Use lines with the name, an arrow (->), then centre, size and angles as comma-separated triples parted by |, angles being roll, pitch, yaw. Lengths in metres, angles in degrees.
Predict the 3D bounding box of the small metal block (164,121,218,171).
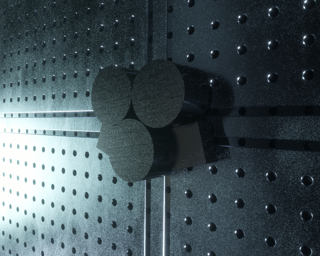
small metal block -> 0.037, 0.022, 0.375 | 0.050, 0.025, 0.050 | -18, 79, 38

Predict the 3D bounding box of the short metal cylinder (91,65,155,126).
short metal cylinder -> -0.050, -0.043, 0.429 | 0.080, 0.050, 0.079 | 0, 90, 40

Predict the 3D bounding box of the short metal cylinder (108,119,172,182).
short metal cylinder -> -0.022, 0.028, 0.406 | 0.080, 0.050, 0.079 | 0, 90, 40

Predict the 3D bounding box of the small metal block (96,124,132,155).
small metal block -> -0.064, 0.015, 0.457 | 0.050, 0.025, 0.050 | 26, 107, 37

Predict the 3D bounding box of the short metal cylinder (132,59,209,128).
short metal cylinder -> 0.012, -0.040, 0.378 | 0.080, 0.050, 0.079 | 0, 90, 40
